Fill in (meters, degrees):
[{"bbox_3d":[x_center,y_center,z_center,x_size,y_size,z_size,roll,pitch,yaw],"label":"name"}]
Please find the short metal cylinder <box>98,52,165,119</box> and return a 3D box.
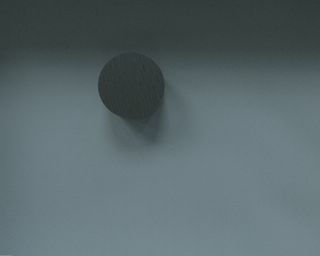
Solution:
[{"bbox_3d":[-0.034,-0.051,0.399,0.080,0.050,0.080,0,90,0],"label":"short metal cylinder"}]
